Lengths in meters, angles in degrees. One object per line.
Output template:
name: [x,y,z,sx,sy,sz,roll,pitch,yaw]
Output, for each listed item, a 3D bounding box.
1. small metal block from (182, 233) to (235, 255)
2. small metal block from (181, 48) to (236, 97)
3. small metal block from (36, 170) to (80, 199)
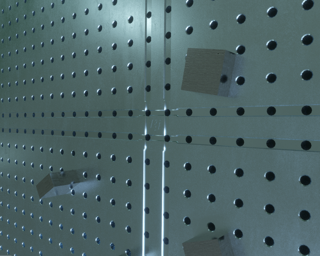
small metal block: [0.059,0.153,0.359,0.050,0.025,0.050,-24,75,37]
small metal block: [0.056,-0.065,0.362,0.050,0.025,0.050,15,99,38]
small metal block: [-0.176,0.097,0.535,0.050,0.050,0.025,-38,67,33]
